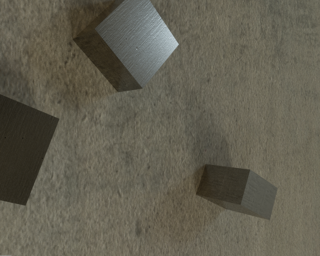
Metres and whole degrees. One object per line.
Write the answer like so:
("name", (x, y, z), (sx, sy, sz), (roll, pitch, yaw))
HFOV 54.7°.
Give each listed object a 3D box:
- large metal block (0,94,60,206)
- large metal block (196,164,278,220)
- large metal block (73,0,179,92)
("large metal block", (-0.147, 0.014, 0.266), (0.080, 0.050, 0.080), (27, 73, -37))
("large metal block", (0.117, 0.096, 0.470), (0.080, 0.080, 0.050), (32, 70, -36))
("large metal block", (-0.037, -0.100, 0.359), (0.080, 0.050, 0.080), (51, 60, -28))
